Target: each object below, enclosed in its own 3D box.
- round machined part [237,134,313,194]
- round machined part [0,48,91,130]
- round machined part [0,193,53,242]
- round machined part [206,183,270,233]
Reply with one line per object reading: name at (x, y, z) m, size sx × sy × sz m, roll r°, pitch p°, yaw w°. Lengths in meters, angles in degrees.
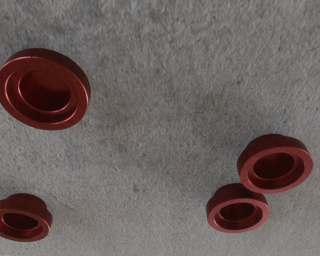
round machined part at (0.158, 0.046, 0.438) m, size 0.099 × 0.042 × 0.097 m, roll -1°, pitch 130°, yaw 0°
round machined part at (-0.129, -0.047, 0.354) m, size 0.099 × 0.042 × 0.097 m, roll -1°, pitch 130°, yaw 0°
round machined part at (-0.230, 0.146, 0.517) m, size 0.099 × 0.042 × 0.097 m, roll -1°, pitch 130°, yaw 0°
round machined part at (0.124, 0.128, 0.507) m, size 0.099 × 0.042 × 0.097 m, roll -1°, pitch 130°, yaw 0°
